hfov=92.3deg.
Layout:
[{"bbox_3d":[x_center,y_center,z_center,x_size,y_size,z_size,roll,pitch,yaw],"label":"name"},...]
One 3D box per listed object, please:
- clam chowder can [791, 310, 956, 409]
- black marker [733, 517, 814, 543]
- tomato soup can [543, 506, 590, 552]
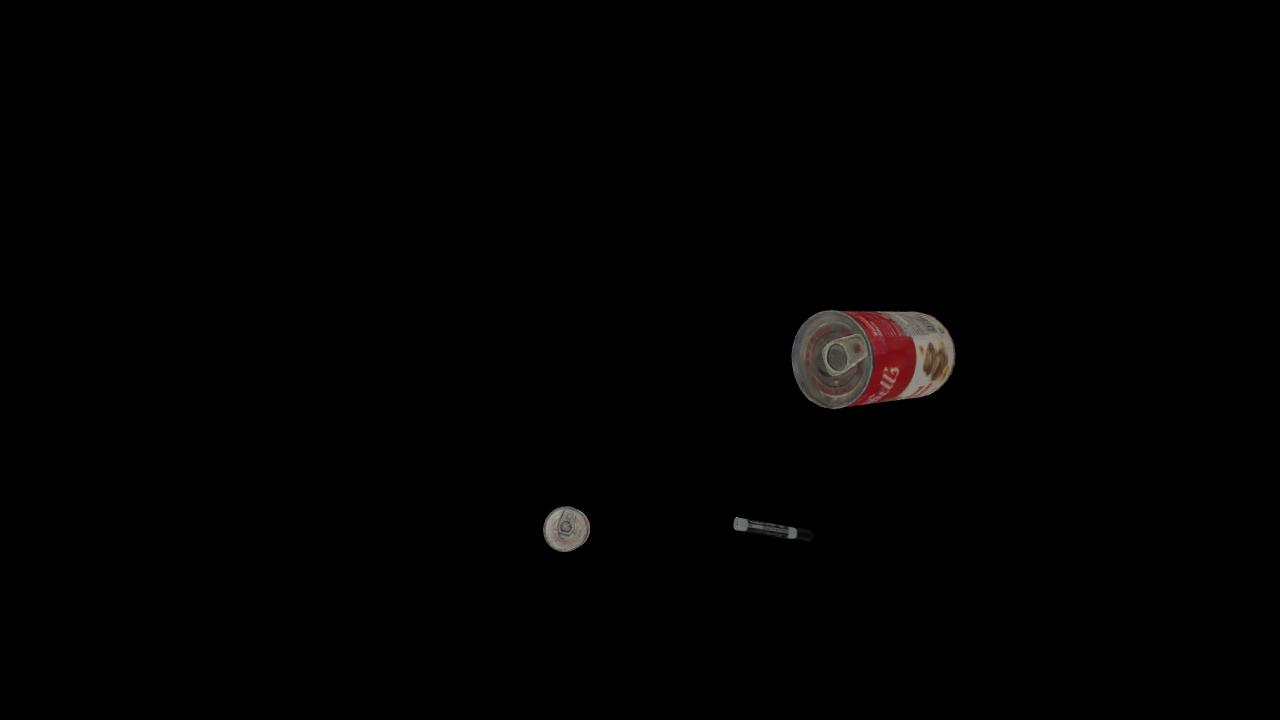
[{"bbox_3d":[0.170,-0.002,0.445,0.102,0.068,0.068,-3,2,-34],"label":"clam chowder can"},{"bbox_3d":[0.195,0.247,0.894,0.121,0.020,0.020,12,-2,-10],"label":"black marker"},{"bbox_3d":[-0.114,0.269,0.978,0.068,0.068,0.101,0,-16,-1],"label":"tomato soup can"}]
